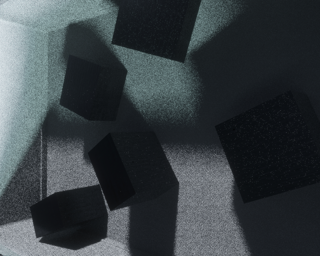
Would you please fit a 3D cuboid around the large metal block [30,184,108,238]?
[{"bbox_3d":[-0.144,0.131,0.490,0.080,0.081,0.050,-30,71,36],"label":"large metal block"}]

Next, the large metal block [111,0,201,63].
[{"bbox_3d":[-0.004,-0.130,0.376,0.080,0.050,0.079,18,103,15],"label":"large metal block"}]

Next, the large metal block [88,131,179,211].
[{"bbox_3d":[-0.034,0.052,0.399,0.050,0.081,0.080,-40,66,33],"label":"large metal block"}]

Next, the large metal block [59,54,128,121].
[{"bbox_3d":[-0.104,-0.061,0.476,0.080,0.050,0.079,25,106,37],"label":"large metal block"}]

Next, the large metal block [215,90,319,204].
[{"bbox_3d":[0.112,0.019,0.298,0.080,0.050,0.080,-29,72,36],"label":"large metal block"}]
